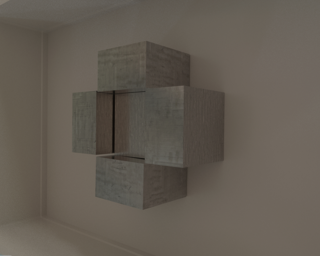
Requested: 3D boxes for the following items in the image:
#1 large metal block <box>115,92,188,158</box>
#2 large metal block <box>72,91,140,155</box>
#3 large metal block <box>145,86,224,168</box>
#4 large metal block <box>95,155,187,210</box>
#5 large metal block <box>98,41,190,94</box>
[{"bbox_3d":[-0.012,-0.004,0.397,0.080,0.050,0.080,1,91,40],"label":"large metal block"},{"bbox_3d":[-0.072,-0.007,0.430,0.050,0.081,0.080,1,91,40],"label":"large metal block"},{"bbox_3d":[0.029,-0.002,0.346,0.050,0.081,0.080,1,91,40],"label":"large metal block"},{"bbox_3d":[-0.023,0.061,0.388,0.080,0.081,0.050,3,92,40],"label":"large metal block"},{"bbox_3d":[-0.020,-0.069,0.385,0.080,0.081,0.050,1,91,40],"label":"large metal block"}]
